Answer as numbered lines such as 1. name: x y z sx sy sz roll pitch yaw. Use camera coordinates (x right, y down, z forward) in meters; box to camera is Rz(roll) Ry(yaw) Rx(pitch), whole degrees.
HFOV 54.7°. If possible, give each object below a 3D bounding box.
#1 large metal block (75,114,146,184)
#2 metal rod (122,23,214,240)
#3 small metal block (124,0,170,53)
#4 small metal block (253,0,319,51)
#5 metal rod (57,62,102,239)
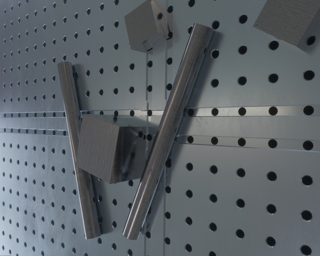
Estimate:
1. large metal block: -0.074 0.027 0.454 0.080 0.050 0.079 18 101 38
2. metal rod: 0.005 0.016 0.404 0.025 0.025 0.298 30 109 36
3. small metal block: -0.019 -0.139 0.425 0.050 0.025 0.050 -20 77 38
4. small metal block: 0.129 -0.111 0.303 0.050 0.025 0.050 40 114 32
5. metal rod: -0.138 0.031 0.522 0.025 0.025 0.299 -20 77 38
